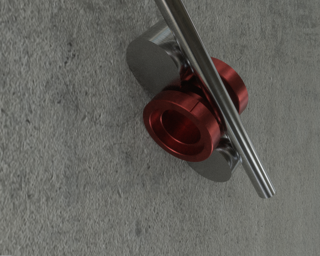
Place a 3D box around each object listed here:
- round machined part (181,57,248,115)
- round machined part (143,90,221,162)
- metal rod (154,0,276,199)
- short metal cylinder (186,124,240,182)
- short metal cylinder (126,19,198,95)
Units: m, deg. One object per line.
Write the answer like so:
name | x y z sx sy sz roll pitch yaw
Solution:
round machined part | 0.064 -0.043 0.414 0.042 0.098 0.098 -45 117 -26
round machined part | 0.031 -0.007 0.385 0.042 0.098 0.098 -49 120 -33
metal rod | 0.075 -0.026 0.367 0.025 0.025 0.299 -48 119 -29
short metal cylinder | 0.077 0.030 0.437 0.050 0.080 0.080 -47 118 -30
short metal cylinder | 0.006 -0.084 0.377 0.050 0.080 0.080 -47 118 -30
